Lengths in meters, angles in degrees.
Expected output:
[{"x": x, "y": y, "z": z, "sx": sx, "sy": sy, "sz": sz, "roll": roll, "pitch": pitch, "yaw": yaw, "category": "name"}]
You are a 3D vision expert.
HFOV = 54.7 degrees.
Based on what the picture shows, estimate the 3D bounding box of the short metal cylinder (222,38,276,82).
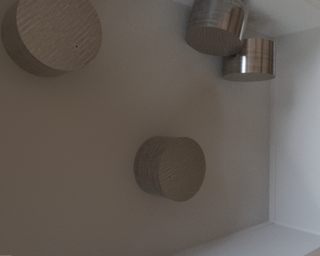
[{"x": 0.140, "y": -0.104, "z": 0.488, "sx": 0.081, "sy": 0.080, "sz": 0.050, "roll": 3, "pitch": 89, "yaw": -40, "category": "short metal cylinder"}]

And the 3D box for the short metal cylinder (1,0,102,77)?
[{"x": -0.105, "y": -0.092, "z": 0.302, "sx": 0.081, "sy": 0.050, "sz": 0.080, "roll": 0, "pitch": 90, "yaw": -40, "category": "short metal cylinder"}]

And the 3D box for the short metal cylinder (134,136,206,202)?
[{"x": 0.013, "y": 0.051, "z": 0.401, "sx": 0.081, "sy": 0.050, "sz": 0.080, "roll": 0, "pitch": 90, "yaw": -40, "category": "short metal cylinder"}]

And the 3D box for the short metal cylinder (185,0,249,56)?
[{"x": 0.080, "y": -0.143, "z": 0.437, "sx": 0.080, "sy": 0.080, "sz": 0.050, "roll": 23, "pitch": 76, "yaw": -38, "category": "short metal cylinder"}]
